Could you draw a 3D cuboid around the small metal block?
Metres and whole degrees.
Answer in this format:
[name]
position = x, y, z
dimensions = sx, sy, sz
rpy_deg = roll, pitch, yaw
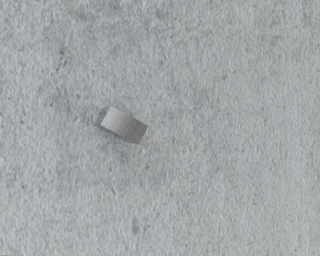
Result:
[small metal block]
position = -0.048, -0.003, 0.378
dimensions = 0.050, 0.050, 0.025
rpy_deg = 29, 81, -18
